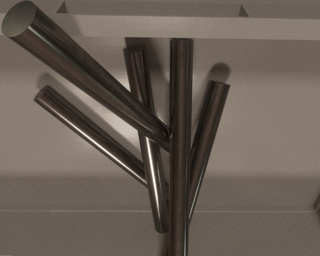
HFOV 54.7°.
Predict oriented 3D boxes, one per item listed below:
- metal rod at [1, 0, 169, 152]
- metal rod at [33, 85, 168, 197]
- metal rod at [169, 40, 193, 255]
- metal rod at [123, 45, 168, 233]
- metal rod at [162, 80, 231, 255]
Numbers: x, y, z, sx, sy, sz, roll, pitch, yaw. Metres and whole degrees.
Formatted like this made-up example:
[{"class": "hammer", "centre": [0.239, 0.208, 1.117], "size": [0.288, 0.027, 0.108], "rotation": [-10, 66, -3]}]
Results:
[{"class": "metal rod", "centre": [-0.026, -0.015, 0.310], "size": [0.025, 0.025, 0.300], "rotation": [-20, 155, 16]}, {"class": "metal rod", "centre": [-0.050, 0.047, 0.448], "size": [0.025, 0.025, 0.300], "rotation": [-31, 124, 23]}, {"class": "metal rod", "centre": [0.023, 0.050, 0.369], "size": [0.025, 0.025, 0.298], "rotation": [0, 104, 0]}, {"class": "metal rod", "centre": [-0.012, 0.037, 0.418], "size": [0.025, 0.025, 0.298], "rotation": [-5, 124, 4]}, {"class": "metal rod", "centre": [0.038, 0.086, 0.404], "size": [0.025, 0.025, 0.298], "rotation": [11, 105, -10]}]
